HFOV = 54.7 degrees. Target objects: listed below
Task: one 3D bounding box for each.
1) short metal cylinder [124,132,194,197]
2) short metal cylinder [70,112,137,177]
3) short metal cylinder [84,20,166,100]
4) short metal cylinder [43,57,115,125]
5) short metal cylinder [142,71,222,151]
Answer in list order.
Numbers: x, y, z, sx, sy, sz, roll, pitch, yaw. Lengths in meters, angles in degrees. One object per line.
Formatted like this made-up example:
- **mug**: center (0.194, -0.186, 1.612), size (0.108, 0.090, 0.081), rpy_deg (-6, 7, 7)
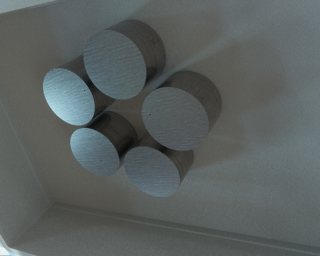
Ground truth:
- **short metal cylinder**: center (-0.001, 0.046, 0.419), size (0.080, 0.050, 0.079), rpy_deg (13, 124, 21)
- **short metal cylinder**: center (-0.080, 0.023, 0.446), size (0.080, 0.050, 0.079), rpy_deg (13, 124, 21)
- **short metal cylinder**: center (-0.041, -0.080, 0.362), size (0.080, 0.050, 0.079), rpy_deg (13, 124, 21)
- **short metal cylinder**: center (-0.107, -0.050, 0.415), size (0.080, 0.050, 0.079), rpy_deg (13, 124, 21)
- **short metal cylinder**: center (0.026, -0.020, 0.364), size (0.080, 0.050, 0.079), rpy_deg (13, 124, 21)
